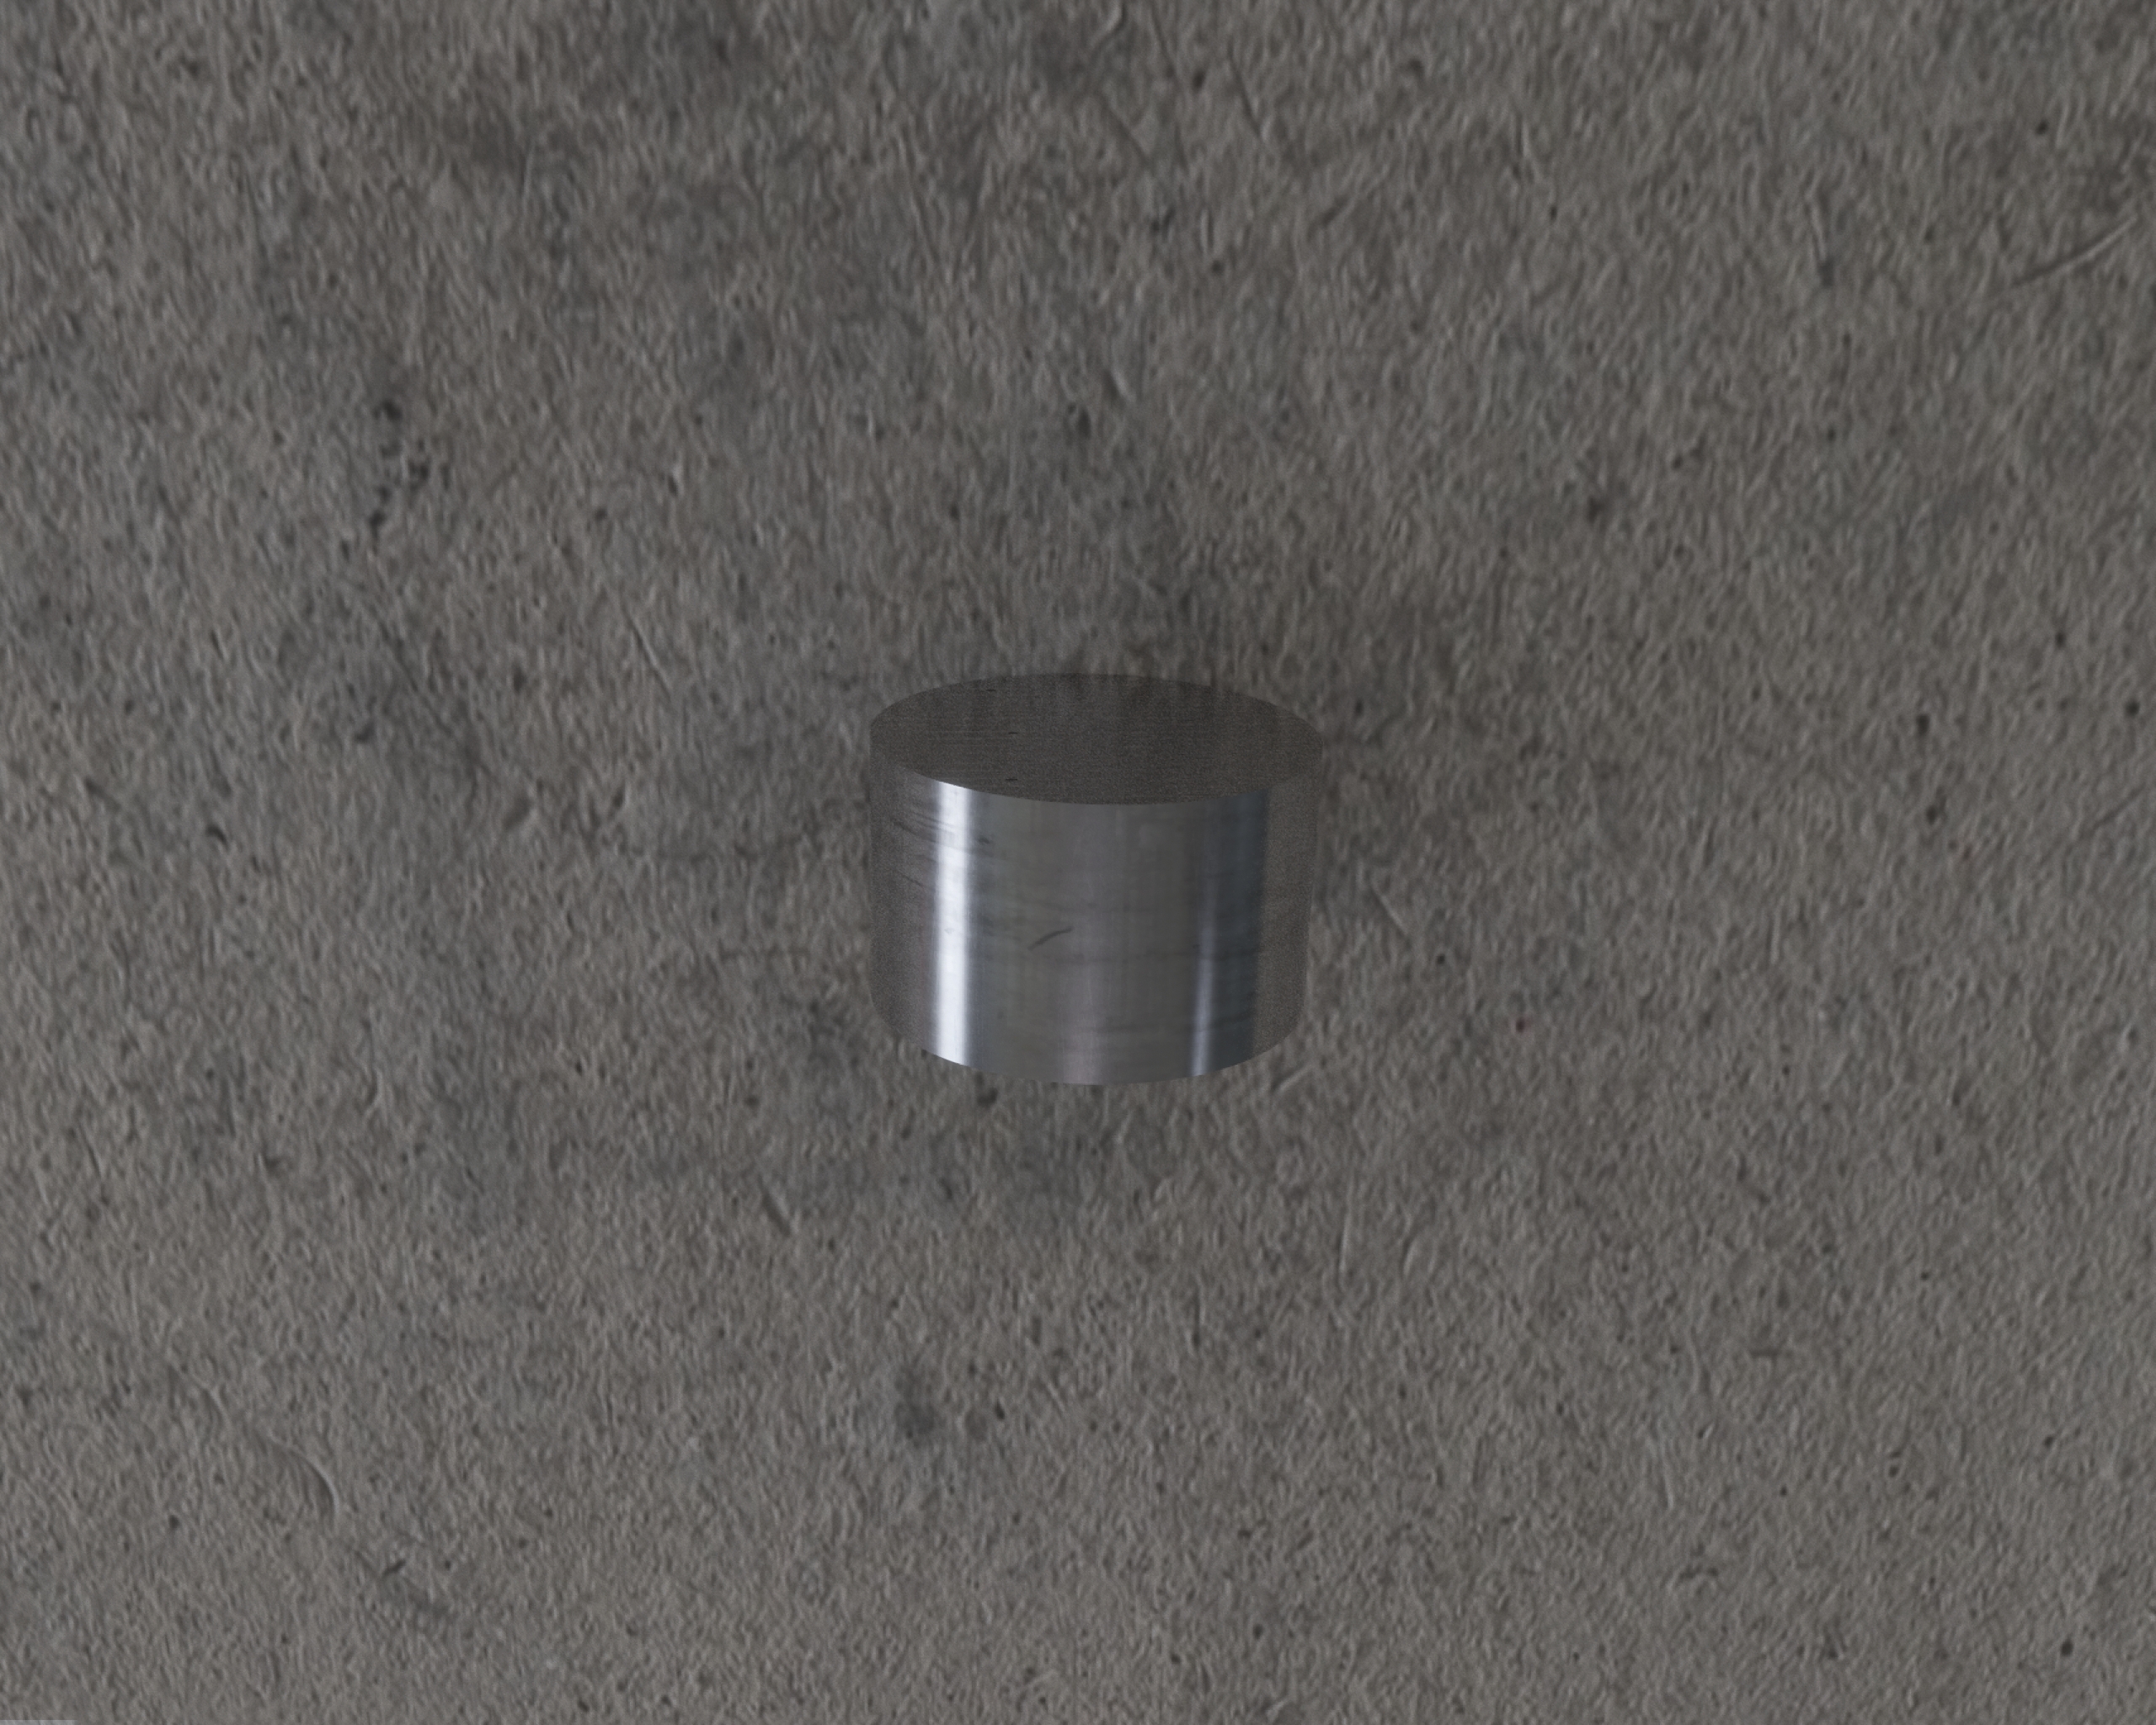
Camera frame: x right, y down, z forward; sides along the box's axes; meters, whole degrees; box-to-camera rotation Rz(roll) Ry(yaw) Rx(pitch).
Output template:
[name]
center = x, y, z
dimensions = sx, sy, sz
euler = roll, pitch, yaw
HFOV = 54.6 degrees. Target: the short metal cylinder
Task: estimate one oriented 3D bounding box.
[short metal cylinder]
center = 0.003, 0.000, 0.380
dimensions = 0.080, 0.080, 0.050
euler = 2, 110, -1
